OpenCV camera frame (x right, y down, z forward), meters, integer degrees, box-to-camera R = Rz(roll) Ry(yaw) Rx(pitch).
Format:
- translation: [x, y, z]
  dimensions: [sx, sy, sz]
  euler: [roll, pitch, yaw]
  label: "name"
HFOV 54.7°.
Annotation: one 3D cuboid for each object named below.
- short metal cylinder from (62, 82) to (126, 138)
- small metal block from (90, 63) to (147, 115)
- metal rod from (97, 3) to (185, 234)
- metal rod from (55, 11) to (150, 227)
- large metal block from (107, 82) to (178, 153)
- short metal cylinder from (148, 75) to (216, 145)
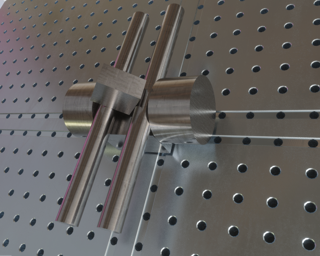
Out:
- translation: [-0.086, -0.024, 0.429]
  dimensions: [0.050, 0.080, 0.080]
  euler: [2, 63, 29]
  label: "short metal cylinder"
- translation: [-0.049, -0.043, 0.359]
  dimensions: [0.050, 0.050, 0.025]
  euler: [137, 151, -62]
  label: "small metal block"
- translation: [-0.014, -0.031, 0.366]
  dimensions: [0.025, 0.025, 0.300]
  euler: [1, 62, 28]
  label: "metal rod"
- translation: [-0.063, -0.029, 0.391]
  dimensions: [0.025, 0.025, 0.300]
  euler: [1, 62, 28]
  label: "metal rod"
- translation: [-0.023, -0.015, 0.409]
  dimensions: [0.080, 0.050, 0.080]
  euler: [1, 62, 28]
  label: "large metal block"
- translation: [0.028, -0.021, 0.365]
  dimensions: [0.050, 0.080, 0.080]
  euler: [0, 62, 29]
  label: "short metal cylinder"
